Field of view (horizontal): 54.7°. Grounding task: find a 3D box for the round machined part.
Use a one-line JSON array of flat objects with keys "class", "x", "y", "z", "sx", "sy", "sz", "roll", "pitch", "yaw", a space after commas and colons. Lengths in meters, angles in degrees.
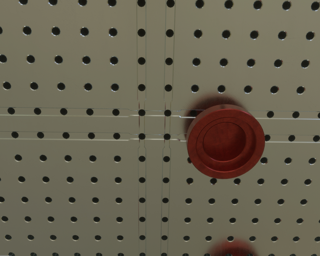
[{"class": "round machined part", "x": 0.084, "y": 0.015, "z": 0.411, "sx": 0.099, "sy": 0.042, "sz": 0.097, "roll": 0, "pitch": 110, "yaw": -1}]
